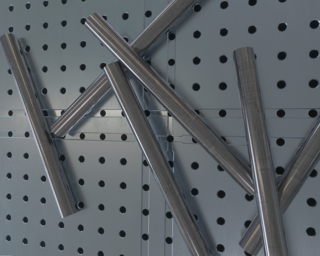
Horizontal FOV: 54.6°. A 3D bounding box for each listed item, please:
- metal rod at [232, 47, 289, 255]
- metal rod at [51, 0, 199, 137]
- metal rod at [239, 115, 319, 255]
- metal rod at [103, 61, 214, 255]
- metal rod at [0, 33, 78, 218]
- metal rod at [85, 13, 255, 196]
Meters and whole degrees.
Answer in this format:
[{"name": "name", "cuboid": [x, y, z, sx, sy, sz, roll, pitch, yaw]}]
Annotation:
[{"name": "metal rod", "cuboid": [0.117, 0.053, 0.350, 0.025, 0.025, 0.299, -10, 79, 20]}, {"name": "metal rod", "cuboid": [-0.047, -0.093, 0.429, 0.299, 0.025, 0.025, -42, 77, 15]}, {"name": "metal rod", "cuboid": [0.177, 0.016, 0.350, 0.025, 0.025, 0.299, 32, 100, 17]}, {"name": "metal rod", "cuboid": [0.001, 0.053, 0.399, 0.025, 0.025, 0.299, -27, 86, 18]}, {"name": "metal rod", "cuboid": [-0.189, -0.008, 0.480, 0.025, 0.025, 0.299, -25, 82, 18]}, {"name": "metal rod", "cuboid": [0.013, -0.035, 0.390, 0.300, 0.025, 0.025, 46, 104, 7]}]
